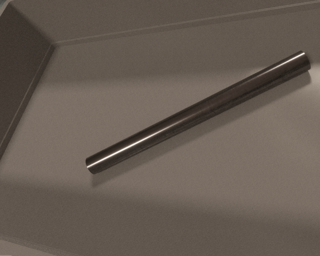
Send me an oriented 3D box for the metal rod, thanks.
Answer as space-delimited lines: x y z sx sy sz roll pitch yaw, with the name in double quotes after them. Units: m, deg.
0.039 -0.014 0.393 0.301 0.025 0.025 -26 53 11 "metal rod"
